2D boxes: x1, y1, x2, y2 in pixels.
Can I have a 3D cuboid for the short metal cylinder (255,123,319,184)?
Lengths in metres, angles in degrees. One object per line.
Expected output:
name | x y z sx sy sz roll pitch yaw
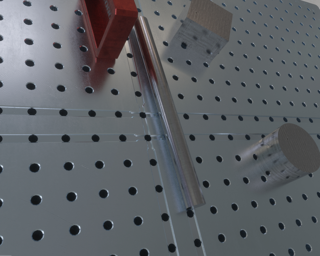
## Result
short metal cylinder | 0.194 0.039 0.473 0.081 0.050 0.080 14 56 -21

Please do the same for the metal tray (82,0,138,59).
metal tray | -0.075 -0.174 0.431 0.030 0.090 0.130 -4 64 -30

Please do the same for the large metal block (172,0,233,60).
large metal block | 0.076 -0.178 0.542 0.080 0.050 0.080 25 53 -13

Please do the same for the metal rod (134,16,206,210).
metal rod | 0.006 -0.037 0.433 0.025 0.025 0.299 -2 63 -29
